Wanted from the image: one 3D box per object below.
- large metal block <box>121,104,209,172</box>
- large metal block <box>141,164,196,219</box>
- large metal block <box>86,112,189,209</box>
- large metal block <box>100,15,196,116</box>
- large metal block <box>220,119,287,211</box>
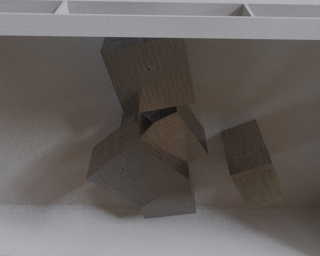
[{"bbox_3d":[0.006,0.008,0.399,0.080,0.050,0.080,-25,126,20],"label":"large metal block"},{"bbox_3d":[0.008,0.089,0.469,0.080,0.050,0.080,-8,130,7],"label":"large metal block"},{"bbox_3d":[-0.025,0.041,0.361,0.080,0.050,0.080,-36,122,27],"label":"large metal block"},{"bbox_3d":[-0.009,-0.066,0.336,0.080,0.050,0.080,-10,130,8],"label":"large metal block"},{"bbox_3d":[0.124,0.050,0.416,0.050,0.080,0.080,-21,127,16],"label":"large metal block"}]
